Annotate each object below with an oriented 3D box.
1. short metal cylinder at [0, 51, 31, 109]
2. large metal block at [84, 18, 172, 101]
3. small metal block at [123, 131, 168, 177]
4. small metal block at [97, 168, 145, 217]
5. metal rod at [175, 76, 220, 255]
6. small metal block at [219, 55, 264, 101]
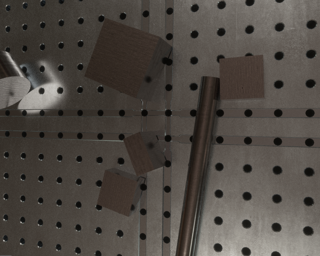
[{"bbox_3d":[-0.247,-0.071,0.468,0.080,0.080,0.050,-39,78,15],"label":"short metal cylinder"},{"bbox_3d":[-0.041,-0.089,0.413,0.080,0.050,0.080,24,98,18],"label":"large metal block"},{"bbox_3d":[-0.018,0.032,0.405,0.025,0.050,0.050,-24,82,18],"label":"small metal block"},{"bbox_3d":[-0.054,0.088,0.431,0.050,0.025,0.050,16,95,19],"label":"small metal block"},{"bbox_3d":[0.044,0.085,0.396,0.025,0.025,0.298,9,93,19],"label":"metal rod"},{"bbox_3d":[0.100,-0.059,0.377,0.050,0.025,0.050,-1,90,19],"label":"small metal block"}]
